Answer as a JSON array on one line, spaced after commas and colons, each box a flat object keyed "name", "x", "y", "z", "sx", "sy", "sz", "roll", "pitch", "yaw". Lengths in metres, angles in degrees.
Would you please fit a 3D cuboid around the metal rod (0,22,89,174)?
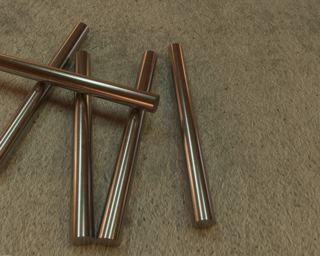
[{"name": "metal rod", "x": -0.168, "y": -0.064, "z": 0.455, "sx": 0.025, "sy": 0.025, "sz": 0.300, "roll": 9, "pitch": 50, "yaw": 7}]

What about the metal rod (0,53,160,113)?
[{"name": "metal rod", "x": -0.146, "y": -0.071, "z": 0.427, "sx": 0.301, "sy": 0.025, "sz": 0.025, "roll": 16, "pitch": 52, "yaw": 13}]

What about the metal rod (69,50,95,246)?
[{"name": "metal rod", "x": -0.101, "y": -0.001, "z": 0.402, "sx": 0.025, "sy": 0.025, "sz": 0.300, "roll": -7, "pitch": 50, "yaw": -6}]

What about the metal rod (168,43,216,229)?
[{"name": "metal rod", "x": 0.035, "y": -0.015, "z": 0.415, "sx": 0.025, "sy": 0.025, "sz": 0.300, "roll": -3, "pitch": 50, "yaw": -3}]

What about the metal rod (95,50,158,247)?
[{"name": "metal rod", "x": -0.034, "y": 0.000, "z": 0.403, "sx": 0.025, "sy": 0.025, "sz": 0.300, "roll": 5, "pitch": 50, "yaw": 4}]
